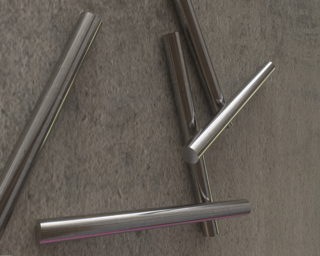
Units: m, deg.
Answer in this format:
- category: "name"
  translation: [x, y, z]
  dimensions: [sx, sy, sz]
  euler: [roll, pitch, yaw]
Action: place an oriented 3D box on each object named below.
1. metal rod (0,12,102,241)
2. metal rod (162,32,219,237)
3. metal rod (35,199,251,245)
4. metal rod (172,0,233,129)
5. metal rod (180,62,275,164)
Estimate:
- category: "metal rod"
  translation: [-0.125, 0.015, 0.300]
  dimensions: [0.025, 0.025, 0.299]
  euler: [32, 70, -36]
- category: "metal rod"
  translation: [0.046, 0.016, 0.445]
  dimensions: [0.025, 0.025, 0.298]
  euler: [-21, 103, -38]
- category: "metal rod"
  translation: [0.005, 0.112, 0.390]
  dimensions: [0.302, 0.025, 0.025]
  euler: [4, 87, -34]
- category: "metal rod"
  translation: [0.049, -0.134, 0.447]
  dimensions: [0.025, 0.025, 0.299]
  euler: [-36, 112, -34]
- category: "metal rod"
  translation: [0.119, -0.040, 0.476]
  dimensions: [0.302, 0.025, 0.025]
  euler: [-41, 116, -43]
